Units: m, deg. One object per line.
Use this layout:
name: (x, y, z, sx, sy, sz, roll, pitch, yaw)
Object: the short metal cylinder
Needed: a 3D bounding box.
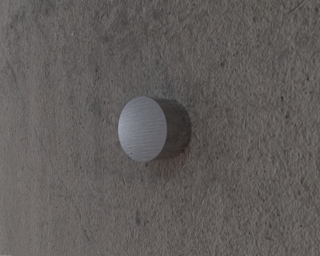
short metal cylinder: (-0.007, 0.001, 0.394, 0.080, 0.050, 0.079, 0, 90, 39)
